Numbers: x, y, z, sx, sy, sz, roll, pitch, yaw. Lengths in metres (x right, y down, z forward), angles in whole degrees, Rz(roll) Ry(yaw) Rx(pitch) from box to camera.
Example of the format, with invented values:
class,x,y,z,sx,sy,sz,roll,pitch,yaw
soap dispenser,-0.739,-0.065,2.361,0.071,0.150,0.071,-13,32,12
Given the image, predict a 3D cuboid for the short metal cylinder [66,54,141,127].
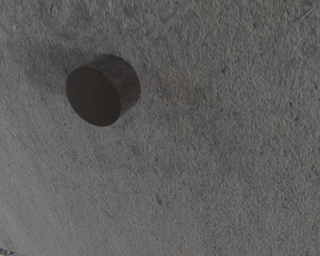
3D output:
class,x,y,z,sx,sy,sz,roll,pitch,yaw
short metal cylinder,-0.072,-0.049,0.399,0.080,0.050,0.080,13,124,21
